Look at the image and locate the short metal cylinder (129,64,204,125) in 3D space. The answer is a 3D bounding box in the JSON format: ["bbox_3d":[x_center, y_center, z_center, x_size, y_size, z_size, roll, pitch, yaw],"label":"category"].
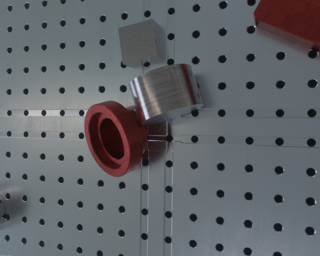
[{"bbox_3d":[0.007,-0.039,0.381,0.080,0.080,0.050,-19,84,19],"label":"short metal cylinder"}]

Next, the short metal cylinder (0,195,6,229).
[{"bbox_3d":[-0.303,0.141,0.506,0.080,0.050,0.079,0,90,20],"label":"short metal cylinder"}]

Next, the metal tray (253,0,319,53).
[{"bbox_3d":[0.185,-0.136,0.345,0.130,0.030,0.090,30,100,17],"label":"metal tray"}]

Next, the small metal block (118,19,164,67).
[{"bbox_3d":[-0.026,-0.114,0.422,0.050,0.025,0.050,-8,87,19],"label":"small metal block"}]

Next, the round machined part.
[{"bbox_3d":[-0.054,0.011,0.408,0.098,0.042,0.097,21,121,41],"label":"round machined part"}]
